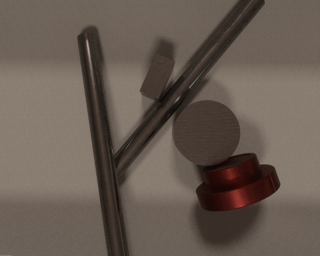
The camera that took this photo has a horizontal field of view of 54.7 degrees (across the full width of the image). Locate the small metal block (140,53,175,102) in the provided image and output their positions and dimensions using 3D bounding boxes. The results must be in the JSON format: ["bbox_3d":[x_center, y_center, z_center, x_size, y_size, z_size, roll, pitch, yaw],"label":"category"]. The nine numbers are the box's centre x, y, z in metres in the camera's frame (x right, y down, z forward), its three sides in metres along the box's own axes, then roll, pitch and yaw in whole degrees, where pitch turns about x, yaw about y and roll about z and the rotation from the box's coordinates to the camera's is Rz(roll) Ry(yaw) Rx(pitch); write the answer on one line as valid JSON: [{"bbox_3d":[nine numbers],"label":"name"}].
[{"bbox_3d":[-0.003,-0.063,0.399,0.025,0.050,0.050,24,90,0],"label":"small metal block"}]

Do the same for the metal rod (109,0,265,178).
[{"bbox_3d":[0.033,-0.057,0.411,0.025,0.025,0.300,40,90,-1],"label":"metal rod"}]

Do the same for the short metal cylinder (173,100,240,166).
[{"bbox_3d":[0.057,0.006,0.400,0.081,0.050,0.079,0,90,-1],"label":"short metal cylinder"}]

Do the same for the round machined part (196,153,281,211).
[{"bbox_3d":[0.090,0.061,0.376,0.099,0.098,0.042,-19,90,0],"label":"round machined part"}]

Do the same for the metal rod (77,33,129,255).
[{"bbox_3d":[-0.072,0.025,0.389,0.025,0.025,0.298,-10,82,0],"label":"metal rod"}]
